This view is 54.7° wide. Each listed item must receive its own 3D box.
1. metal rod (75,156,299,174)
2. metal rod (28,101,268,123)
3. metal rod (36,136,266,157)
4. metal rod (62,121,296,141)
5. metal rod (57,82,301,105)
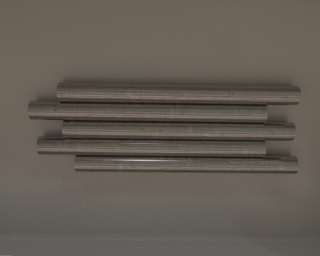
[{"bbox_3d":[0.037,0.050,0.429,0.302,0.025,0.025,1,110,-1],"label":"metal rod"},{"bbox_3d":[-0.014,-0.021,0.402,0.302,0.025,0.025,1,110,-1],"label":"metal rod"},{"bbox_3d":[-0.010,0.025,0.419,0.302,0.025,0.025,1,110,-1],"label":"metal rod"},{"bbox_3d":[0.025,0.003,0.411,0.302,0.025,0.025,1,110,-1],"label":"metal rod"},{"bbox_3d":[0.024,-0.043,0.394,0.302,0.025,0.025,1,110,-1],"label":"metal rod"}]
